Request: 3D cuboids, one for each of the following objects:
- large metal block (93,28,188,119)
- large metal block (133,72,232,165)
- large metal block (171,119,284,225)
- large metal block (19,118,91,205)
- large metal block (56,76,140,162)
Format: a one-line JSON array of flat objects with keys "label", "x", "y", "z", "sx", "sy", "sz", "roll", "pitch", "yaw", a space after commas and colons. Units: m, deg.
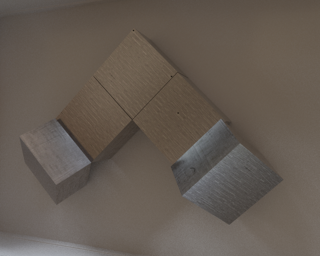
[{"label": "large metal block", "x": -0.024, "y": -0.067, "z": 0.404, "sx": 0.080, "sy": 0.050, "sz": 0.080, "roll": -46, "pitch": 76, "yaw": 14}, {"label": "large metal block", "x": 0.028, "y": -0.009, "z": 0.385, "sx": 0.080, "sy": 0.050, "sz": 0.080, "roll": -46, "pitch": 76, "yaw": 14}, {"label": "large metal block", "x": 0.073, "y": 0.050, "z": 0.347, "sx": 0.080, "sy": 0.050, "sz": 0.080, "roll": 36, "pitch": 106, "yaw": -29}, {"label": "large metal block", "x": -0.142, "y": 0.047, "z": 0.423, "sx": 0.080, "sy": 0.050, "sz": 0.080, "roll": 48, "pitch": 147, "yaw": 13}, {"label": "large metal block", "x": -0.079, "y": -0.012, "z": 0.423, "sx": 0.080, "sy": 0.050, "sz": 0.080, "roll": -46, "pitch": 76, "yaw": 14}]
